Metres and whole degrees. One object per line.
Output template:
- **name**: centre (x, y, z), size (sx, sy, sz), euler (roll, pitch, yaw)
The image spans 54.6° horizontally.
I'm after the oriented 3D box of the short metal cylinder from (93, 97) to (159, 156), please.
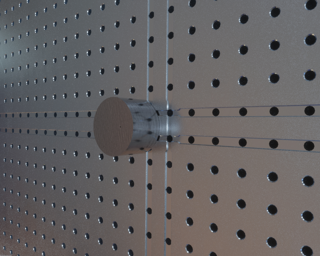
- **short metal cylinder**: centre (-0.048, -0.002, 0.434), size (0.080, 0.050, 0.080), euler (0, 91, 40)
